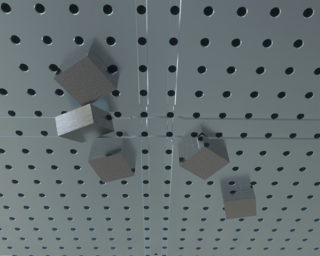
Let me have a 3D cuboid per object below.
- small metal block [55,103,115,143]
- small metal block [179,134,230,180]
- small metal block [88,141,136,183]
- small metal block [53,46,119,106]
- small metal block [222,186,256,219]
[{"bbox_3d":[-0.094,-0.005,0.391,0.050,0.025,0.050,-19,162,15],"label":"small metal block"},{"bbox_3d":[0.063,0.043,0.449,0.050,0.025,0.050,32,123,-24],"label":"small metal block"},{"bbox_3d":[-0.069,0.050,0.454,0.050,0.025,0.050,-15,129,12],"label":"small metal block"},{"bbox_3d":[-0.085,-0.058,0.361,0.050,0.025,0.050,-27,125,21],"label":"small metal block"},{"bbox_3d":[0.133,0.125,0.519,0.050,0.025,0.050,-10,130,8],"label":"small metal block"}]
